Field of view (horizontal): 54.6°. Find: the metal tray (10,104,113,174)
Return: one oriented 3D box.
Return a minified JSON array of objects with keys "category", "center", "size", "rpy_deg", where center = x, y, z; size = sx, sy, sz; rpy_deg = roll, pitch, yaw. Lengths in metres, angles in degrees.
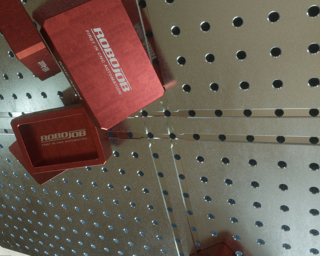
[{"category":"metal tray","center":[-0.146,0.016,0.465],"size":[0.130,0.030,0.090],"rpy_deg":[-9,108,14]}]

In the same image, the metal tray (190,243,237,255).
[{"category":"metal tray","center":[0.113,0.254,0.505],"size":[0.130,0.030,0.090],"rpy_deg":[45,129,-3]}]

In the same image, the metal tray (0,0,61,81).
[{"category":"metal tray","center":[-0.159,-0.111,0.363],"size":[0.090,0.030,0.130],"rpy_deg":[61,170,-4]}]

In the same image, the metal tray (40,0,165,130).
[{"category":"metal tray","center":[-0.062,-0.075,0.355],"size":[0.030,0.090,0.130],"rpy_deg":[11,131,63]}]

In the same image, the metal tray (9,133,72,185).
[{"category":"metal tray","center":[-0.197,0.040,0.538],"size":[0.130,0.030,0.090],"rpy_deg":[-29,103,37]}]
